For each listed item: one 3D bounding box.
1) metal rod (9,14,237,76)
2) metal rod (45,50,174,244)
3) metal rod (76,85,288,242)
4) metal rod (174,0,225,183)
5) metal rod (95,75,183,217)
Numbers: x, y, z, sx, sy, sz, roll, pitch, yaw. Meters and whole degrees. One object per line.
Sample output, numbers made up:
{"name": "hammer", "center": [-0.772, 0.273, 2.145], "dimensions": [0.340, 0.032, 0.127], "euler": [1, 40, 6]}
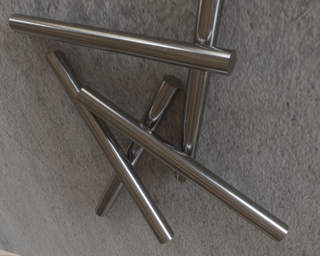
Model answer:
{"name": "metal rod", "center": [-0.062, -0.102, 0.356], "dimensions": [0.301, 0.025, 0.025], "euler": [17, 125, 25]}
{"name": "metal rod", "center": [-0.068, 0.029, 0.429], "dimensions": [0.025, 0.025, 0.299], "euler": [-29, 94, 37]}
{"name": "metal rod", "center": [0.024, 0.041, 0.384], "dimensions": [0.301, 0.025, 0.025], "euler": [35, 129, 4]}
{"name": "metal rod", "center": [0.044, -0.057, 0.347], "dimensions": [0.025, 0.025, 0.298], "euler": [17, 125, 18]}
{"name": "metal rod", "center": [-0.044, 0.046, 0.456], "dimensions": [0.025, 0.025, 0.298], "euler": [34, 129, 5]}
